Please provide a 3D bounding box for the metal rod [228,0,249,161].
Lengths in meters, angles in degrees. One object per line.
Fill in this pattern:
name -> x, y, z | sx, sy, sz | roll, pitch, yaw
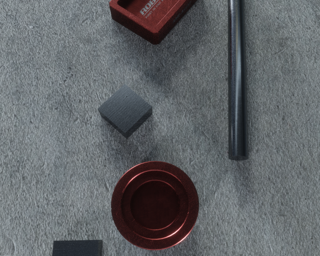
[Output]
metal rod -> 0.111, -0.101, 0.446 | 0.025, 0.025, 0.299 | 4, 70, 1

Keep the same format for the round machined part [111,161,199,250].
round machined part -> -0.006, 0.091, 0.366 | 0.099, 0.042, 0.098 | 0, 70, -1

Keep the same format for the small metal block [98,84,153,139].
small metal block -> -0.046, -0.022, 0.416 | 0.050, 0.025, 0.050 | 41, 75, 13

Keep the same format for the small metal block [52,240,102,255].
small metal block -> -0.094, 0.154, 0.351 | 0.050, 0.025, 0.050 | -1, 70, -1

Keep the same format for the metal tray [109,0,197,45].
metal tray -> -0.003, -0.201, 0.478 | 0.090, 0.030, 0.130 | 35, 73, 11
